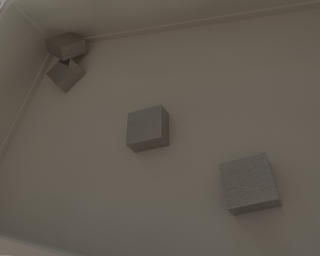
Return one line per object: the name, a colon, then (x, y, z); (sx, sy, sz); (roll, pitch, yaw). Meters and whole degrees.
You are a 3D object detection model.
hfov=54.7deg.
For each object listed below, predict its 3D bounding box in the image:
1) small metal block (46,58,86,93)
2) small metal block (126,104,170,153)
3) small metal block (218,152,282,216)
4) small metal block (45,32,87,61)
small metal block: (-0.168, -0.098, 0.554); (0.050, 0.025, 0.050); (-46, 51, -4)
small metal block: (-0.016, 0.001, 0.413); (0.050, 0.025, 0.050); (-13, 56, 20)
small metal block: (0.093, 0.058, 0.321); (0.050, 0.025, 0.050); (-17, 55, 18)
small metal block: (-0.170, -0.149, 0.561); (0.050, 0.025, 0.050); (31, 46, 32)
